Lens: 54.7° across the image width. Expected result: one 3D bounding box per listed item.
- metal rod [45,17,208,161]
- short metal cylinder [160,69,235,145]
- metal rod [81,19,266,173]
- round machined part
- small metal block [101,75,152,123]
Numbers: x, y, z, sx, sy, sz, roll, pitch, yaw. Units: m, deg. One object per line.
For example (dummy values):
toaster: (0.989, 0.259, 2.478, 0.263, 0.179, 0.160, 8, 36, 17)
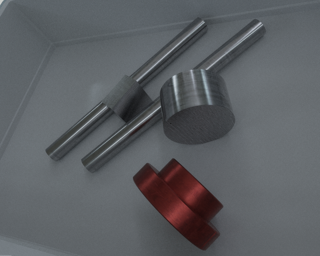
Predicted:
metal rod: (-0.049, -0.058, 0.465, 0.300, 0.025, 0.025, -41, 51, -1)
short metal cylinder: (0.042, -0.022, 0.361, 0.080, 0.080, 0.050, -18, 55, 17)
metal rod: (0.018, -0.042, 0.421, 0.300, 0.025, 0.025, -39, 51, 1)
round machined part: (0.023, 0.068, 0.304, 0.042, 0.098, 0.098, -46, 51, -4)
small metal block: (-0.045, -0.038, 0.435, 0.025, 0.050, 0.050, 34, 81, 38)
